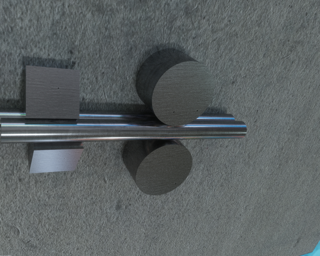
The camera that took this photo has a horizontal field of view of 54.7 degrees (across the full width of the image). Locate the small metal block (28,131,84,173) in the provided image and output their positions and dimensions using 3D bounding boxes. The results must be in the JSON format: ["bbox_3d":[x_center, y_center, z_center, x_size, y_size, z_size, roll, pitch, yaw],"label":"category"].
[{"bbox_3d":[-0.118,0.026,0.347,0.050,0.025,0.050,0,145,-29],"label":"small metal block"}]

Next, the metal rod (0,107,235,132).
[{"bbox_3d":[-0.030,-0.009,0.386,0.303,0.025,0.025,0,119,-29],"label":"metal rod"}]

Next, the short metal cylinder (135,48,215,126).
[{"bbox_3d":[0.017,-0.049,0.371,0.081,0.050,0.079,-14,124,-21],"label":"short metal cylinder"}]

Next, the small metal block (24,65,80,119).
[{"bbox_3d":[-0.110,-0.034,0.315,0.050,0.025,0.050,0,91,-28],"label":"small metal block"}]

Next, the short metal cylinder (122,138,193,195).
[{"bbox_3d":[-0.004,0.043,0.417,0.081,0.050,0.079,-14,124,-21],"label":"short metal cylinder"}]

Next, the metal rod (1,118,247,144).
[{"bbox_3d":[-0.019,0.002,0.367,0.303,0.025,0.025,0,119,-28],"label":"metal rod"}]
